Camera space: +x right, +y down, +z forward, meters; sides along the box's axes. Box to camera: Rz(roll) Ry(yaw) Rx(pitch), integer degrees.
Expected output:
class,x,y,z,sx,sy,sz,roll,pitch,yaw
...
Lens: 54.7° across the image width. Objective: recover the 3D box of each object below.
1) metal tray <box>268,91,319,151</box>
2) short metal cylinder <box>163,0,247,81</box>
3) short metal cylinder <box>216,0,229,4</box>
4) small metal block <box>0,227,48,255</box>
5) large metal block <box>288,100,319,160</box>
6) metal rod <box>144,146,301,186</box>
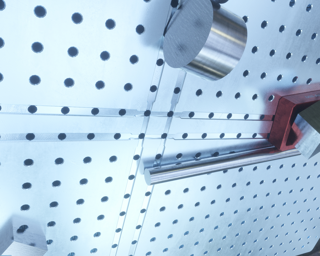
class,x,y,z,sx,sy,sz,roll,pitch,yaw
metal tray,0.257,-0.015,0.538,0.131,0.030,0.089,-11,123,-23
short metal cylinder,0.048,-0.097,0.341,0.050,0.080,0.080,14,111,-34
short metal cylinder,0.063,-0.172,0.303,0.050,0.080,0.080,-37,129,-3
small metal block,-0.187,0.164,0.410,0.050,0.025,0.050,-48,129,5
large metal block,0.260,-0.004,0.496,0.080,0.050,0.080,-30,151,-9
metal rod,0.118,0.054,0.508,0.303,0.025,0.025,-7,122,-25
